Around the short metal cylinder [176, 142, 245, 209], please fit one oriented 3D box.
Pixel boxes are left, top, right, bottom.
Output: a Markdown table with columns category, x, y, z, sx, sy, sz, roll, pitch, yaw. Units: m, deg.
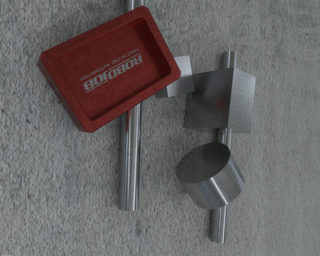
| category | x | y | z | sx | sy | sz | roll | pitch | yaw |
| --- | --- | --- | --- | --- | --- | --- | --- | --- | --- |
| short metal cylinder | 0.069 | 0.065 | 0.430 | 0.080 | 0.080 | 0.050 | -47 | 119 | -30 |

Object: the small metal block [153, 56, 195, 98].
| category | x | y | z | sx | sy | sz | roll | pitch | yaw |
| --- | --- | --- | --- | --- | --- | --- | --- | --- | --- |
| small metal block | 0.017 | -0.070 | 0.421 | 0.050 | 0.025 | 0.050 | -16 | 101 | -39 |

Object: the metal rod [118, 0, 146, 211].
| category | x | y | z | sx | sy | sz | roll | pitch | yaw |
| --- | --- | --- | --- | --- | --- | --- | --- | --- | --- |
| metal rod | -0.034 | -0.052 | 0.377 | 0.025 | 0.025 | 0.298 | 3 | 88 | -40 |

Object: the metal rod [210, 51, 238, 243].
| category | x | y | z | sx | sy | sz | roll | pitch | yaw |
| --- | --- | --- | --- | --- | --- | --- | --- | --- | --- |
| metal rod | 0.102 | 0.027 | 0.493 | 0.025 | 0.025 | 0.298 | 8 | 85 | -40 |

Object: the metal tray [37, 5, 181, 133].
| category | x | y | z | sx | sy | sz | roll | pitch | yaw |
| --- | --- | --- | --- | --- | --- | --- | --- | --- | --- |
| metal tray | -0.050 | -0.064 | 0.337 | 0.131 | 0.030 | 0.090 | -35 | 105 | -23 |

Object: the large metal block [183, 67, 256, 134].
| category | x | y | z | sx | sy | sz | roll | pitch | yaw |
| --- | --- | --- | --- | --- | --- | --- | --- | --- | --- |
| large metal block | 0.083 | -0.036 | 0.441 | 0.050 | 0.080 | 0.080 | 12 | 82 | -40 |
